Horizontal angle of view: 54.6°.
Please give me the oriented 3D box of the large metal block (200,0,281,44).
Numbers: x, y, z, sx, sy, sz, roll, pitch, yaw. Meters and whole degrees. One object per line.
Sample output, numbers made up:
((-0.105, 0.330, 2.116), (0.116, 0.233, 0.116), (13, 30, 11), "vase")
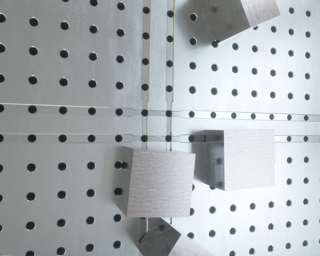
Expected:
((0.104, -0.171, 0.421), (0.050, 0.080, 0.080), (-26, 99, -18), "large metal block")

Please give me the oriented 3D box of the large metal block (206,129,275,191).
((0.113, 0.042, 0.441), (0.081, 0.050, 0.080), (-1, 91, -20), "large metal block")

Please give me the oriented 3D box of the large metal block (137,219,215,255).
((0.027, 0.163, 0.393), (0.080, 0.080, 0.050), (38, 78, -16), "large metal block")

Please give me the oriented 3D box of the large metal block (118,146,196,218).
((-0.005, 0.068, 0.397), (0.081, 0.050, 0.080), (6, 88, -20), "large metal block")
